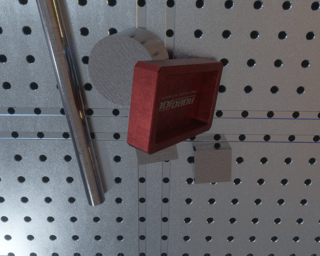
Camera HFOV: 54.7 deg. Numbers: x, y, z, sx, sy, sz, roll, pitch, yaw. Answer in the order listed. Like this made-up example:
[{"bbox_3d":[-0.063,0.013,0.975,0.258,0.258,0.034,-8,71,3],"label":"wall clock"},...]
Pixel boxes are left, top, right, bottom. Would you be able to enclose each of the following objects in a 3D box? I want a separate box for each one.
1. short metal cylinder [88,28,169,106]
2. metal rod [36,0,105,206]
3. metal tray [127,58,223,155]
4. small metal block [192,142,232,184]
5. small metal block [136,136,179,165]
[{"bbox_3d":[-0.035,-0.072,0.361,0.080,0.050,0.079,8,117,16],"label":"short metal cylinder"},{"bbox_3d":[-0.113,-0.032,0.399,0.025,0.025,0.298,-8,110,2],"label":"metal rod"},{"bbox_3d":[0.021,-0.031,0.351,0.030,0.131,0.089,21,114,33],"label":"metal tray"},{"bbox_3d":[0.072,0.048,0.432,0.050,0.025,0.050,-4,110,1],"label":"small metal block"},{"bbox_3d":[-0.004,0.023,0.408,0.050,0.050,0.025,-9,110,3],"label":"small metal block"}]
